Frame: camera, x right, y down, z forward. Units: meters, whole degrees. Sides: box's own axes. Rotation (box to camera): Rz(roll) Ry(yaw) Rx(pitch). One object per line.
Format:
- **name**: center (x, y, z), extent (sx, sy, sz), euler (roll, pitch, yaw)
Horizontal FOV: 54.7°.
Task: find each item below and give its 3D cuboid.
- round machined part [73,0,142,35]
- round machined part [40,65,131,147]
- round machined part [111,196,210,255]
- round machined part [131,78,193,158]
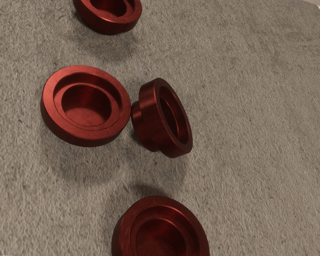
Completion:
- **round machined part**: center (-0.080, -0.177, 0.459), extent (0.099, 0.042, 0.098), euler (14, 56, -21)
- **round machined part**: center (-0.087, -0.021, 0.360), extent (0.099, 0.042, 0.098), euler (13, 57, -20)
- **round machined part**: center (-0.002, 0.122, 0.312), extent (0.099, 0.042, 0.098), euler (19, 45, -20)
- **round machined part**: center (0.000, -0.009, 0.380), extent (0.098, 0.042, 0.098), euler (51, 26, -37)
